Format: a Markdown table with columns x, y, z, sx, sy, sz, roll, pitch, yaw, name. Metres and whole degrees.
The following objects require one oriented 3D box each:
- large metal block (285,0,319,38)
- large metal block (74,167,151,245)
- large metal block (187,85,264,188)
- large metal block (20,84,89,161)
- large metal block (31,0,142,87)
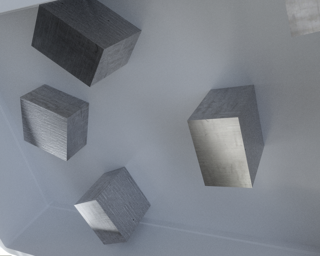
| x | y | z | sx | sy | sz | roll | pitch | yaw | name |
| --- | --- | --- | --- | --- | --- | --- | --- | --- | --- |
| 0.140 | -0.112 | 0.230 | 0.080 | 0.080 | 0.050 | -7 | 115 | 31 | large metal block |
| -0.071 | 0.120 | 0.483 | 0.050 | 0.080 | 0.080 | -22 | 107 | 36 | large metal block |
| 0.076 | 0.007 | 0.337 | 0.050 | 0.080 | 0.080 | -3 | 117 | 29 | large metal block |
| -0.158 | -0.009 | 0.468 | 0.080 | 0.050 | 0.079 | 23 | 127 | 13 | large metal block |
| -0.081 | -0.102 | 0.351 | 0.080 | 0.080 | 0.050 | 35 | 129 | 4 | large metal block |
